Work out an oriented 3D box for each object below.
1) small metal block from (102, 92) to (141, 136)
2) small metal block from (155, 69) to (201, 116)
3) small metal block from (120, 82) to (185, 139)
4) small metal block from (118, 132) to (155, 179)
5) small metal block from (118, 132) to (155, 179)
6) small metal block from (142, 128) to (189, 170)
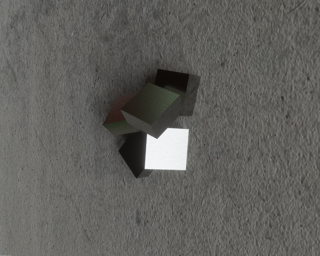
[{"bbox_3d":[-0.044,-0.020,0.424,0.050,0.025,0.050,-10,46,39],"label":"small metal block"},{"bbox_3d":[0.019,-0.045,0.389,0.050,0.025,0.050,18,101,38],"label":"small metal block"},{"bbox_3d":[-0.008,-0.021,0.361,0.050,0.025,0.050,27,63,36],"label":"small metal block"},{"bbox_3d":[-0.023,0.033,0.424,0.050,0.025,0.050,-52,60,27],"label":"small metal block"},{"bbox_3d":[-0.023,0.033,0.424,0.050,0.025,0.050,-52,60,27],"label":"small metal block"},{"bbox_3d":[0.006,0.024,0.381,0.025,0.050,0.050,-164,78,-77],"label":"small metal block"}]
